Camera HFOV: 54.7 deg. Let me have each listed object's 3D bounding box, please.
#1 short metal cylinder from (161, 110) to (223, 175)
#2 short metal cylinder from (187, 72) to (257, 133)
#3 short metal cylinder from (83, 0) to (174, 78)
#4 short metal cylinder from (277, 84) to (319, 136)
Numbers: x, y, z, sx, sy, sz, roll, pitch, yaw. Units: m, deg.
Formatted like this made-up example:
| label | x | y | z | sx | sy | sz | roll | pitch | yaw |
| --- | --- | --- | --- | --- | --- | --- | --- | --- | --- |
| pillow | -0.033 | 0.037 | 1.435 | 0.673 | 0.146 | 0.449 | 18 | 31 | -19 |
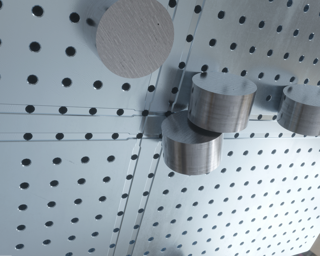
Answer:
| label | x | y | z | sx | sy | sz | roll | pitch | yaw |
| --- | --- | --- | --- | --- | --- | --- | --- | --- | --- |
| short metal cylinder | 0.043 | 0.017 | 0.412 | 0.081 | 0.080 | 0.050 | -17 | 126 | -19 |
| short metal cylinder | 0.078 | -0.035 | 0.399 | 0.081 | 0.080 | 0.050 | -9 | 123 | -24 |
| short metal cylinder | -0.033 | -0.097 | 0.318 | 0.081 | 0.050 | 0.079 | -14 | 125 | -21 |
| short metal cylinder | 0.230 | -0.030 | 0.486 | 0.081 | 0.080 | 0.050 | -13 | 124 | -22 |
